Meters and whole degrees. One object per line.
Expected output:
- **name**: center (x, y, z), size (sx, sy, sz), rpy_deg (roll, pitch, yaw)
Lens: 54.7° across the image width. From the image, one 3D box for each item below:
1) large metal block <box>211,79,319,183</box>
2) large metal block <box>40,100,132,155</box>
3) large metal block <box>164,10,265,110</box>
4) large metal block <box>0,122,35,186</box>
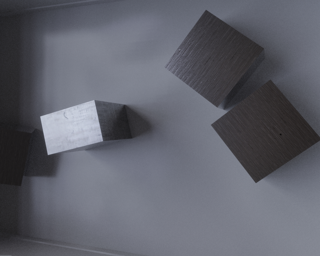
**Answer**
- **large metal block**: center (0.119, 0.004, 0.355), size (0.080, 0.050, 0.080), rpy_deg (-39, 78, 15)
- **large metal block**: center (-0.095, 0.000, 0.414), size (0.080, 0.080, 0.050), rpy_deg (-14, 86, 19)
- **large metal block**: center (0.067, -0.079, 0.373), size (0.080, 0.050, 0.080), rpy_deg (40, 102, 15)
- **large metal block**: center (-0.237, 0.035, 0.459), size (0.081, 0.050, 0.079), rpy_deg (11, 95, -17)
